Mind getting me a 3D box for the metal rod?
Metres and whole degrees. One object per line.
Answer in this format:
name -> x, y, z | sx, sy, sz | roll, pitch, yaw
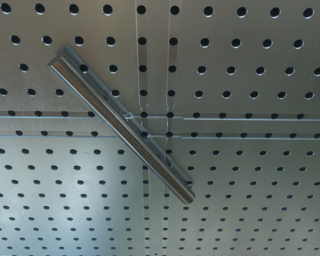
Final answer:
metal rod -> -0.034, 0.019, 0.426 | 0.025, 0.025, 0.300 | -26, 126, 20
